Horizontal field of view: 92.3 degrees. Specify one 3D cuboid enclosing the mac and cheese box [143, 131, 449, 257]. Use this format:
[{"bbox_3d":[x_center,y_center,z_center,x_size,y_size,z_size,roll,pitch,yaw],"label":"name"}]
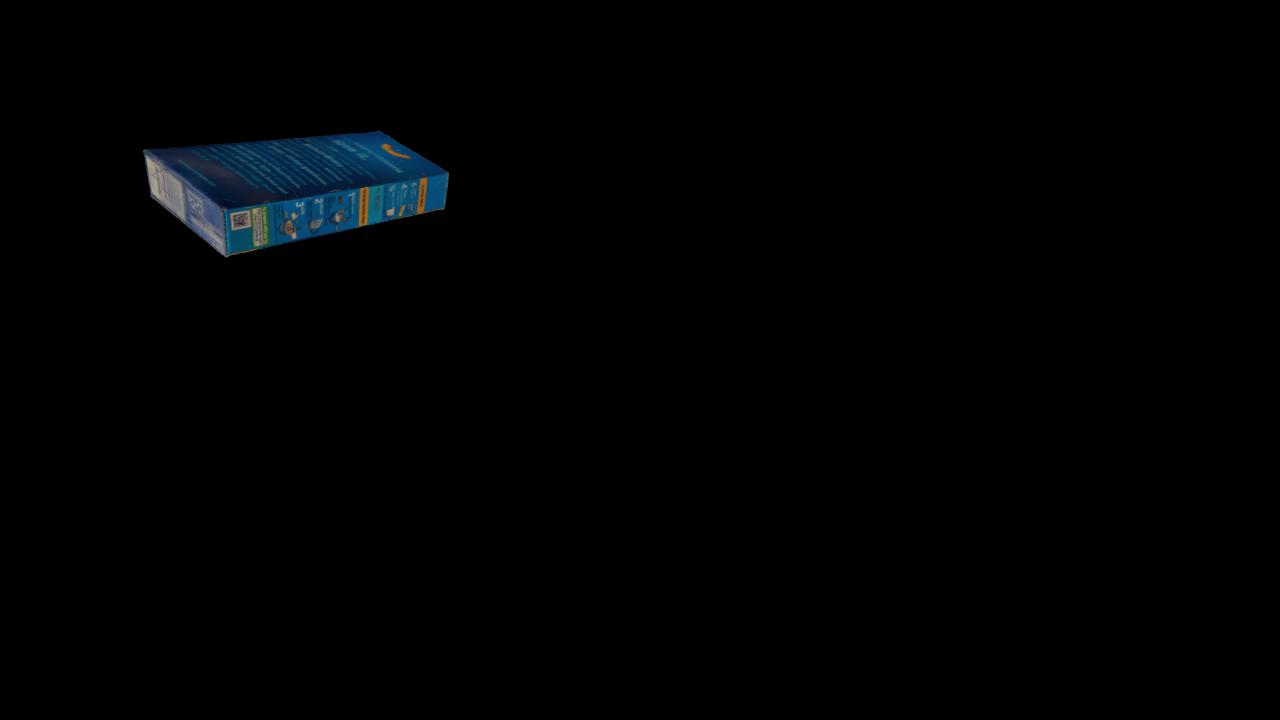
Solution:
[{"bbox_3d":[-0.248,-0.134,0.468,0.093,0.041,0.184,32,35,19],"label":"mac and cheese box"}]
